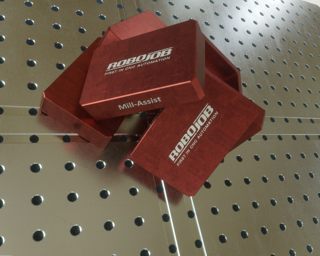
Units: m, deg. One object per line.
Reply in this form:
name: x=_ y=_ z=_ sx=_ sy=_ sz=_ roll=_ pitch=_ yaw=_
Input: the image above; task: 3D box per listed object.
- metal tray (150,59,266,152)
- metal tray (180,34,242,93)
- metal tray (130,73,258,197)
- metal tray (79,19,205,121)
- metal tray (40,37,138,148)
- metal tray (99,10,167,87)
metal tray: x=0.059 y=-0.024 z=0.411 sx=0.130 sy=0.090 sz=0.030 roll=33 pitch=51 yaw=-7
metal tray: x=0.076 y=-0.080 z=0.463 sx=0.130 sy=0.030 sz=0.090 roll=32 pitch=48 yaw=-36
metal tray: x=0.037 y=0.005 z=0.363 sx=0.090 sy=0.130 sz=0.030 roll=34 pitch=13 yaw=-6
metal tray: x=-0.018 y=-0.062 z=0.339 sx=0.030 sy=0.130 sz=0.090 roll=54 pitch=33 yaw=-49
metal tray: x=-0.075 y=-0.049 z=0.394 sx=0.090 sy=0.030 sz=0.130 roll=34 pitch=51 yaw=-7
metal tray: x=-0.016 y=-0.116 z=0.443 sx=0.090 sy=0.030 sz=0.131 roll=42 pitch=37 yaw=-4
